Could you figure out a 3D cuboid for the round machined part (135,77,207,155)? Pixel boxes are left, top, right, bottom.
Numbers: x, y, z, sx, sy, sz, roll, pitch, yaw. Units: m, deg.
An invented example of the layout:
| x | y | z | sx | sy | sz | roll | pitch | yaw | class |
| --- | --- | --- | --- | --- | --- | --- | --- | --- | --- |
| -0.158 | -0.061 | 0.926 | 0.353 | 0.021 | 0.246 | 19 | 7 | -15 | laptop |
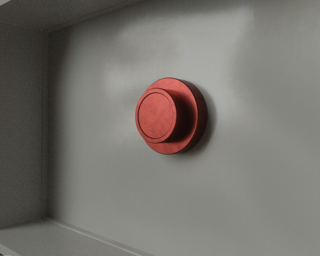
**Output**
| x | y | z | sx | sy | sz | roll | pitch | yaw | class |
| --- | --- | --- | --- | --- | --- | --- | --- | --- | --- |
| 0.007 | -0.015 | 0.391 | 0.098 | 0.042 | 0.097 | 0 | 90 | 40 | round machined part |
